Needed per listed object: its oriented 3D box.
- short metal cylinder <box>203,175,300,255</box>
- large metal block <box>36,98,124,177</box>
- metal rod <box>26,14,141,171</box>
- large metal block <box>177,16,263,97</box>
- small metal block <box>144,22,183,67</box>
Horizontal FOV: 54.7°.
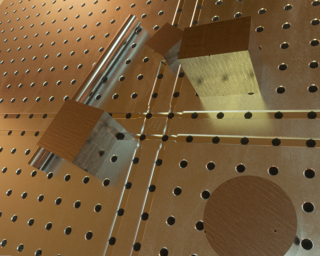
[{"bbox_3d":[0.087,0.091,0.290,0.080,0.050,0.080,-13,56,20],"label":"short metal cylinder"},{"bbox_3d":[-0.113,0.012,0.442,0.080,0.050,0.080,18,71,34],"label":"large metal block"},{"bbox_3d":[-0.118,-0.066,0.508,0.025,0.025,0.300,20,72,35],"label":"metal rod"},{"bbox_3d":[0.078,-0.083,0.383,0.080,0.080,0.050,-2,61,27],"label":"large metal block"},{"bbox_3d":[0.013,-0.130,0.480,0.050,0.025,0.050,-45,51,-3],"label":"small metal block"}]
